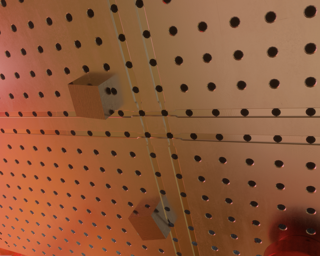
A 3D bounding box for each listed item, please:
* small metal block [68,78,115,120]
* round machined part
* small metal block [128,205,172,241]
[{"bbox_3d":[-0.095,-0.041,0.434,0.050,0.025,0.050,6,121,24],"label":"small metal block"},{"bbox_3d":[0.190,0.184,0.414,0.098,0.042,0.097,13,124,20],"label":"round machined part"},{"bbox_3d":[-0.017,0.159,0.517,0.050,0.025,0.050,-19,109,35],"label":"small metal block"}]
